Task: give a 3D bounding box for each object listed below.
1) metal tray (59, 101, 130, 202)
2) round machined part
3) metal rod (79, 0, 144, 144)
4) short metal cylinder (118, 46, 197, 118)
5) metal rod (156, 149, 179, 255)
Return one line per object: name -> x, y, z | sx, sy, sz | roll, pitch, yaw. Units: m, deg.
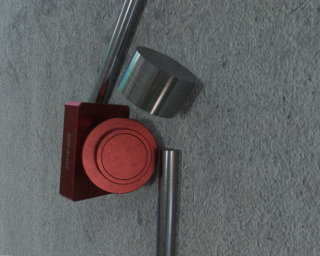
metal tray -> -0.090, 0.030, 0.436 | 0.030, 0.091, 0.129 | 8, 95, 40
round machined part -> -0.049, 0.035, 0.394 | 0.042, 0.099, 0.097 | 175, 93, -72
metal rod -> -0.071, -0.101, 0.463 | 0.025, 0.025, 0.298 | 37, 113, 33
short metal cylinder -> -0.003, -0.055, 0.372 | 0.080, 0.081, 0.050 | 45, 117, 30
metal rod -> 0.006, 0.177, 0.399 | 0.025, 0.025, 0.298 | 4, 92, 40
